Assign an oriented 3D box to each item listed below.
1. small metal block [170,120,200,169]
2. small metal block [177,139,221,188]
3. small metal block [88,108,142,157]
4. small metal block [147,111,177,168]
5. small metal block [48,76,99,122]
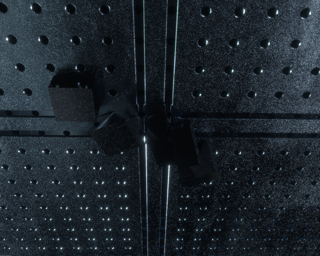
[{"bbox_3d":[0.033,0.019,0.400,0.025,0.050,0.050,-13,98,10],"label":"small metal block"},{"bbox_3d":[0.052,0.050,0.435,0.050,0.050,0.025,-22,147,17],"label":"small metal block"},{"bbox_3d":[-0.059,0.007,0.417,0.050,0.025,0.050,-19,128,15],"label":"small metal block"},{"bbox_3d":[0.004,0.015,0.408,0.025,0.050,0.050,-13,129,10],"label":"small metal block"},{"bbox_3d":[-0.104,-0.035,0.380,0.050,0.025,0.050,1,130,-2],"label":"small metal block"}]
